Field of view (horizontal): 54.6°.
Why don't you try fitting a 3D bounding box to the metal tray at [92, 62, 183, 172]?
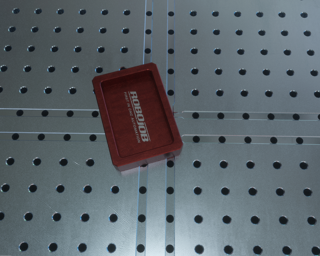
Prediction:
[{"bbox_3d":[-0.031,-0.017,0.415,0.090,0.030,0.130,-15,71,-6],"label":"metal tray"}]
